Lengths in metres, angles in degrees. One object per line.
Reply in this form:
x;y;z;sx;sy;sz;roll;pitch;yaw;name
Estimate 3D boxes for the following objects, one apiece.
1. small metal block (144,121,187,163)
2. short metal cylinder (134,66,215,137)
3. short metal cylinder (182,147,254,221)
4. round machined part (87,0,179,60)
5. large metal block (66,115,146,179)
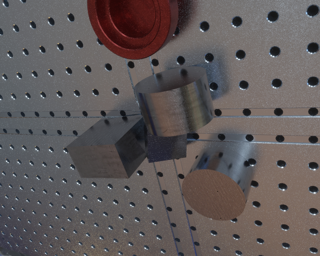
0.007;0.014;0.400;0.050;0.025;0.050;-7;122;-10;small metal block
0.017;-0.032;0.347;0.080;0.080;0.050;-2;118;29;short metal cylinder
0.075;0.072;0.400;0.080;0.050;0.079;13;124;21;short metal cylinder
-0.025;-0.128;0.335;0.098;0.042;0.097;13;124;21;round machined part
-0.064;0.025;0.425;0.080;0.080;0.050;-5;116;30;large metal block
